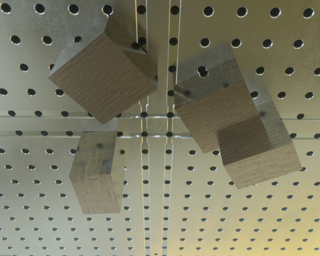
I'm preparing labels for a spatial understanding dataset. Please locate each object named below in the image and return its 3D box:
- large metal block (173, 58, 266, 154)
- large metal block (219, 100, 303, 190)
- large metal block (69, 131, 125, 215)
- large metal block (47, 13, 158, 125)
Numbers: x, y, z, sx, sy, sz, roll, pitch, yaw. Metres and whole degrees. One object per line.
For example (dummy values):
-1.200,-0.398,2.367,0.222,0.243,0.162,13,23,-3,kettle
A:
0.071,-0.024,0.375,0.080,0.050,0.080,-23,127,18,large metal block
0.121,0.021,0.394,0.080,0.080,0.050,-22,127,17,large metal block
-0.081,0.061,0.426,0.050,0.080,0.080,-3,130,2,large metal block
-0.059,-0.062,0.342,0.080,0.050,0.080,-31,124,23,large metal block
